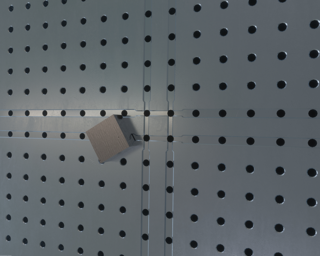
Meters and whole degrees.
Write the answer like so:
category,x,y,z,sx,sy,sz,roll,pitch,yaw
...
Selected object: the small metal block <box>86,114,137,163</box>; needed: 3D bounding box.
category,x,y,z,sx,sy,sz,roll,pitch,yaw
small metal block,-0.069,0.015,0.437,0.050,0.025,0.050,-30,80,17
